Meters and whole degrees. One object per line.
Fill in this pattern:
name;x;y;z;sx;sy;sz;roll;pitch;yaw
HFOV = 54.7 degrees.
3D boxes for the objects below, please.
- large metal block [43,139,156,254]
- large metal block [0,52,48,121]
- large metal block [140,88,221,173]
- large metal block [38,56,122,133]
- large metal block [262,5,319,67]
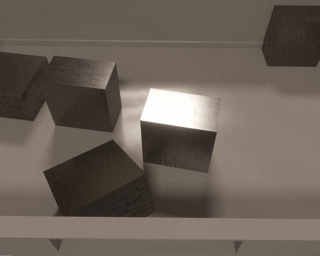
large metal block;-0.062;0.065;0.317;0.081;0.050;0.080;-26;33;-21
large metal block;-0.208;-0.060;0.437;0.080;0.050;0.080;7;50;5
large metal block;0.024;0.005;0.366;0.080;0.080;0.050;9;51;7
large metal block;-0.099;-0.043;0.404;0.080;0.080;0.050;7;51;5
large metal block;0.217;-0.145;0.494;0.081;0.080;0.050;1;50;0
